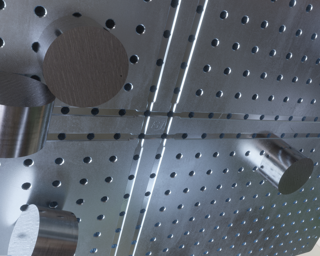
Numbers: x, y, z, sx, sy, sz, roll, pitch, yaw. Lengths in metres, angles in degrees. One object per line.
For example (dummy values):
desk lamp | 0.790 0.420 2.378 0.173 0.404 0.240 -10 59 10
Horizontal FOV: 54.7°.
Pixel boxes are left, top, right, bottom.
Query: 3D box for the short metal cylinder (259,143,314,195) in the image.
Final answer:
short metal cylinder | 0.231 0.074 0.567 0.081 0.050 0.079 -14 124 -21

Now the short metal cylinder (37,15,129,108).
short metal cylinder | -0.078 -0.067 0.311 0.081 0.050 0.079 -14 124 -21

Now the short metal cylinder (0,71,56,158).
short metal cylinder | -0.144 -0.015 0.288 0.081 0.080 0.050 6 116 -31

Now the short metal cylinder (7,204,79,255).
short metal cylinder | -0.145 0.139 0.383 0.050 0.080 0.080 26 104 -37
